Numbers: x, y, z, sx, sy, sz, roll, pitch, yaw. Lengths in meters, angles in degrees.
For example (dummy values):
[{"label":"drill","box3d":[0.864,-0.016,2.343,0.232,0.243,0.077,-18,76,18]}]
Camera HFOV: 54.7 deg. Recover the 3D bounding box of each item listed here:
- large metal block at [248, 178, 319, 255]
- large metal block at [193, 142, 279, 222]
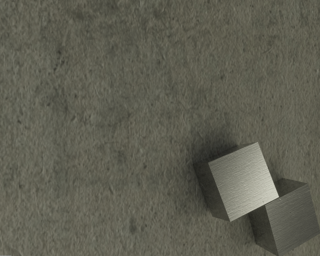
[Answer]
[{"label":"large metal block","box3d":[0.183,0.131,0.465,0.081,0.050,0.080,-19,97,-19]},{"label":"large metal block","box3d":[0.104,0.072,0.429,0.081,0.050,0.080,-20,88,-19]}]
